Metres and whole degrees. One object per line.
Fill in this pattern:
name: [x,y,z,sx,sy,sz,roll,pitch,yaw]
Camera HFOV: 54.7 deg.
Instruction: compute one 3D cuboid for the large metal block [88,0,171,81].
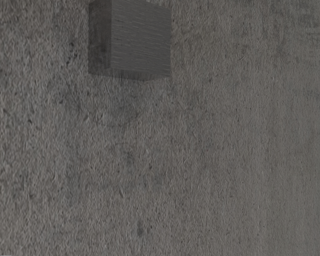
large metal block: [-0.034,-0.101,0.359,0.081,0.050,0.080,1,90,-40]
